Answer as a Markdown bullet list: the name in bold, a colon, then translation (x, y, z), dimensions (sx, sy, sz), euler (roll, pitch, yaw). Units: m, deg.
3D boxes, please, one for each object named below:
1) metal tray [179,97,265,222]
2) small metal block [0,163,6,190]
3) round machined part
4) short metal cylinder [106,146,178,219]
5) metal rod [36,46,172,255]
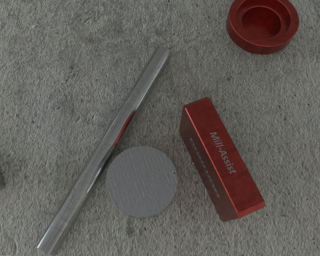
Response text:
- **metal tray**: translation (0.064, 0.040, 0.359), dimensions (0.030, 0.090, 0.130), euler (-22, 72, -8)
- **small metal block**: translation (-0.228, 0.059, 0.385), dimensions (0.050, 0.025, 0.050), euler (-20, 71, -8)
- **round machined part**: translation (0.146, -0.149, 0.455), dimensions (0.099, 0.042, 0.098), euler (0, 70, 0)
- **short metal cylinder**: translation (-0.021, 0.067, 0.370), dimensions (0.081, 0.050, 0.080), euler (0, 70, 0)
- **metal rod**: translation (-0.063, 0.015, 0.402), dimensions (0.025, 0.025, 0.300), euler (26, 72, 9)
